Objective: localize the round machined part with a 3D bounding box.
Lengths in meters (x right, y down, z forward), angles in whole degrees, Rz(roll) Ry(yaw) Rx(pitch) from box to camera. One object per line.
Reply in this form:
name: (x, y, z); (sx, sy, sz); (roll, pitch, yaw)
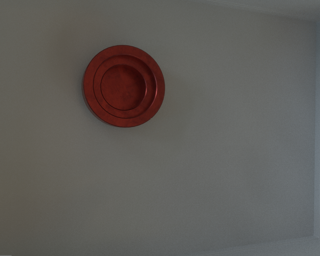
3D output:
round machined part: (-0.047, -0.049, 0.384); (0.099, 0.042, 0.097); (0, 90, -20)
